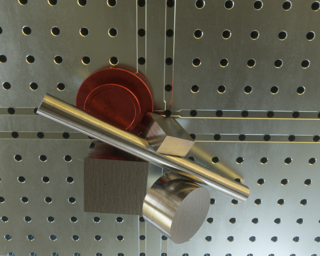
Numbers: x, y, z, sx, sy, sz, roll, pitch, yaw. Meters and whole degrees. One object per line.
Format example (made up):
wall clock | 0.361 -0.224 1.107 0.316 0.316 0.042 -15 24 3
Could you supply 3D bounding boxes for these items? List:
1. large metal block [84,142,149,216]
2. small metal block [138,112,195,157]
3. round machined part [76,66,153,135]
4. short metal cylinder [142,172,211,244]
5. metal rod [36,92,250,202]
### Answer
large metal block | -0.058 0.068 0.422 0.081 0.050 0.079 4 110 -2
small metal block | 0.008 0.008 0.393 0.050 0.050 0.025 14 117 -42
round machined part | -0.058 -0.027 0.394 0.099 0.042 0.097 0 110 -1
short metal cylinder | 0.023 0.106 0.417 0.081 0.050 0.079 -23 124 -40
metal rod | -0.003 0.034 0.391 0.302 0.025 0.025 26 108 -23
